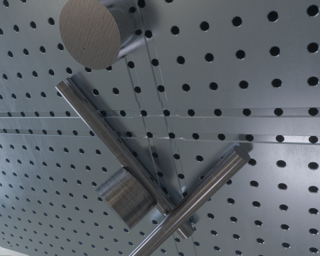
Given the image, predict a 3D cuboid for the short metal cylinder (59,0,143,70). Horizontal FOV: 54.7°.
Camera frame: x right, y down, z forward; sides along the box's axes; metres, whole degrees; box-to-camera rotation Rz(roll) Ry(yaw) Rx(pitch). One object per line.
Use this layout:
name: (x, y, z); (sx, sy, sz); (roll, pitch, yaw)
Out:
short metal cylinder: (-0.068, -0.114, 0.360); (0.080, 0.050, 0.079); (13, 124, 21)

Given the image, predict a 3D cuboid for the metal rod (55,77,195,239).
metal rod: (-0.048, 0.050, 0.467); (0.025, 0.025, 0.300); (-32, 101, 38)

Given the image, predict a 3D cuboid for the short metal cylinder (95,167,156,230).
short metal cylinder: (-0.052, 0.105, 0.465); (0.080, 0.050, 0.080); (42, 160, 19)

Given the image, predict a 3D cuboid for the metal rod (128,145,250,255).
metal rod: (0.022, 0.133, 0.452); (0.025, 0.025, 0.298); (38, 120, 2)
